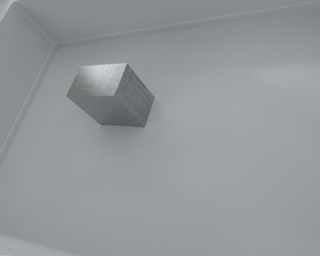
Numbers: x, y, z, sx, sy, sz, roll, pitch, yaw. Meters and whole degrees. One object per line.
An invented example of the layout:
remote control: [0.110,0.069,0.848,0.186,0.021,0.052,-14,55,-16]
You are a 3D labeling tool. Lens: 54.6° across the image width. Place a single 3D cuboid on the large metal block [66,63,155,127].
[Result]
large metal block: [-0.066,-0.044,0.433,0.080,0.080,0.050,3,63,30]
